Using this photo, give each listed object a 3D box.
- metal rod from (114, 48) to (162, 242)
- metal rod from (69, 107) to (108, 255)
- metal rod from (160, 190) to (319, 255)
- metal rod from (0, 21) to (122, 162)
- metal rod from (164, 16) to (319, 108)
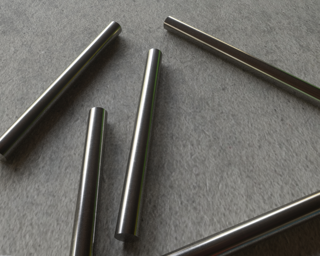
[{"bbox_3d":[-0.021,-0.004,0.406,0.025,0.025,0.300,4,50,3],"label":"metal rod"},{"bbox_3d":[-0.076,0.095,0.322,0.025,0.025,0.300,-2,50,-2],"label":"metal rod"},{"bbox_3d":[0.090,0.107,0.314,0.302,0.025,0.025,-17,52,-14],"label":"metal rod"},{"bbox_3d":[-0.137,-0.073,0.462,0.025,0.025,0.301,18,52,14],"label":"metal rod"},{"bbox_3d":[0.126,-0.114,0.500,0.300,0.025,0.025,35,58,25],"label":"metal rod"}]
